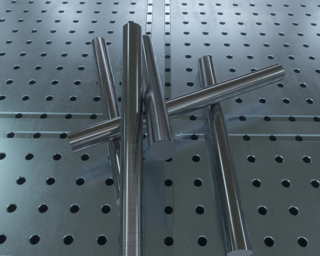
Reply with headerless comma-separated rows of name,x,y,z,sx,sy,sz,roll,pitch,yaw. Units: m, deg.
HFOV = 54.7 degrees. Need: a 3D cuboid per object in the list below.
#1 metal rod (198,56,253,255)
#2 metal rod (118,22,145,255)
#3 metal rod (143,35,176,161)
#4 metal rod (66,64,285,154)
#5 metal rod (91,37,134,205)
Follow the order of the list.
metal rod,0.076,0.009,0.400,0.025,0.025,0.300,-1,50,-1
metal rod,-0.031,0.009,0.344,0.025,0.025,0.299,-1,67,-2
metal rod,-0.012,-0.064,0.410,0.025,0.025,0.300,-4,35,-4
metal rod,0.033,-0.031,0.400,0.302,0.025,0.025,-20,53,-16
metal rod,-0.070,-0.032,0.433,0.025,0.025,0.300,-10,51,-9
